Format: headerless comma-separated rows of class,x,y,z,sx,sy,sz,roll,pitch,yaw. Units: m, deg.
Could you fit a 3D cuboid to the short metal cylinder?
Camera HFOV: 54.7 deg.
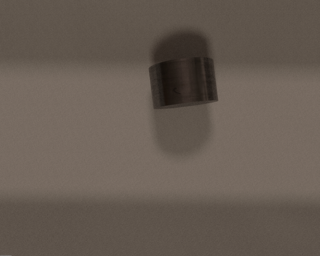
short metal cylinder,0.029,-0.053,0.384,0.081,0.080,0.050,-7,90,0
